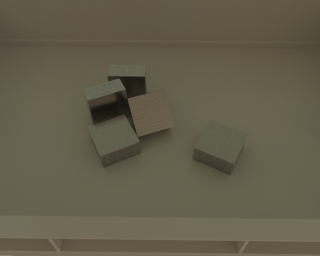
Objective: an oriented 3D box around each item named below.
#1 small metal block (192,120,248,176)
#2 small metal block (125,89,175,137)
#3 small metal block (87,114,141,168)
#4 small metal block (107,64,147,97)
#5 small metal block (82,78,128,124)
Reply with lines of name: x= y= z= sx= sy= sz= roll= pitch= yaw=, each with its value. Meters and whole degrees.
small metal block: x=0.075 y=0.024 z=0.386 sx=0.050 sy=0.025 sz=0.050 roll=22 pitch=53 yaw=17
small metal block: x=-0.014 y=-0.020 z=0.403 sx=0.050 sy=0.050 sz=0.025 roll=-16 pitch=9 yaw=-13
small metal block: x=-0.058 y=0.016 z=0.391 sx=0.050 sy=0.025 sz=0.050 roll=-21 pitch=53 yaw=-17
small metal block: x=-0.045 y=-0.063 z=0.441 sx=0.050 sy=0.050 sz=0.025 roll=1 pitch=50 yaw=0
small metal block: x=-0.071 y=-0.033 z=0.415 sx=0.050 sy=0.050 sz=0.025 roll=-19 pitch=50 yaw=-15
